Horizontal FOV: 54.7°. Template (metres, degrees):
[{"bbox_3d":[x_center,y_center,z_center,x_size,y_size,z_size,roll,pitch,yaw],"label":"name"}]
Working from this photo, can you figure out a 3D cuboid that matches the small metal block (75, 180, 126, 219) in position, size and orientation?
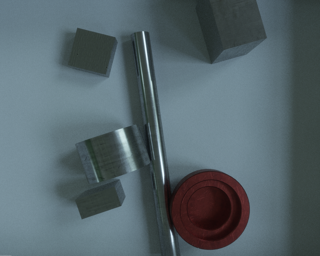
[{"bbox_3d":[-0.075,0.090,0.398,0.050,0.050,0.025,-19,90,0],"label":"small metal block"}]

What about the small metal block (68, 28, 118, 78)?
[{"bbox_3d":[-0.088,-0.099,0.410,0.050,0.025,0.050,14,90,-1],"label":"small metal block"}]

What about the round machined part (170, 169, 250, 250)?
[{"bbox_3d":[0.061,0.102,0.402,0.099,0.042,0.097,0,90,-4],"label":"round machined part"}]

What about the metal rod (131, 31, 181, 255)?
[{"bbox_3d":[-0.006,0.023,0.411,0.025,0.025,0.298,-8,90,0],"label":"metal rod"}]

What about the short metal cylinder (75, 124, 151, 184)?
[{"bbox_3d":[-0.058,0.031,0.383,0.080,0.080,0.050,-18,90,0],"label":"short metal cylinder"}]

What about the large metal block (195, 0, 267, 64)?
[{"bbox_3d":[0.084,-0.132,0.385,0.050,0.080,0.080,-16,90,0],"label":"large metal block"}]
